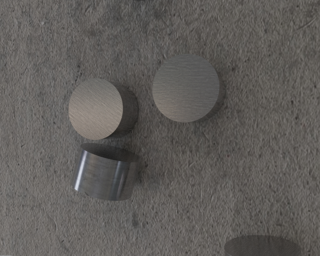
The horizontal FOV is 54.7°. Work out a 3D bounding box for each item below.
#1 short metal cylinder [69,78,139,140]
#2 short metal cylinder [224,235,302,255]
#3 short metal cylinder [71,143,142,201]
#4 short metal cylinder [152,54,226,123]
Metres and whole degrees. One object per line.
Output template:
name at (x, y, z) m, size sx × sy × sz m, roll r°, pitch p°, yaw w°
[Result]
short metal cylinder at (-0.075, -0.025, 0.422) m, size 0.080 × 0.050 × 0.080 m, roll 0°, pitch 90°, yaw 20°
short metal cylinder at (0.113, 0.156, 0.340) m, size 0.080 × 0.080 × 0.050 m, roll -4°, pitch 89°, yaw 20°
short metal cylinder at (-0.069, 0.055, 0.404) m, size 0.080 × 0.080 × 0.050 m, roll 17°, pitch 96°, yaw 19°
short metal cylinder at (0.037, -0.046, 0.382) m, size 0.080 × 0.050 × 0.080 m, roll 0°, pitch 90°, yaw 20°
